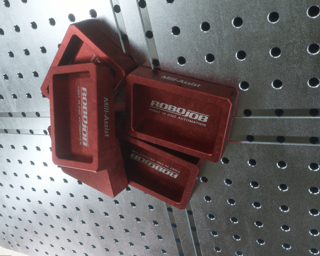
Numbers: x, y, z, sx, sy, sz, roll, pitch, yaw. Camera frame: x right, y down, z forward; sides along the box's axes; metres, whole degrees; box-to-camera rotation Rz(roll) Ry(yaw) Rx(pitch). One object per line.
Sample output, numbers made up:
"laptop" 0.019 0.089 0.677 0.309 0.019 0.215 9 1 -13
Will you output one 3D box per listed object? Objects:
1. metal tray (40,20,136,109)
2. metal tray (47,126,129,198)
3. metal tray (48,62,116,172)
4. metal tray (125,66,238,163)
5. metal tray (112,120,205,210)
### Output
"metal tray" -0.101 -0.066 0.420 0.090 0.030 0.129 43 129 -1
"metal tray" -0.111 0.044 0.472 0.130 0.030 0.089 16 127 36
"metal tray" -0.101 -0.015 0.397 0.090 0.030 0.129 2 96 35
"metal tray" 0.021 -0.017 0.385 0.130 0.030 0.089 17 126 18
"metal tray" -0.009 0.053 0.445 0.130 0.030 0.089 23 128 14
